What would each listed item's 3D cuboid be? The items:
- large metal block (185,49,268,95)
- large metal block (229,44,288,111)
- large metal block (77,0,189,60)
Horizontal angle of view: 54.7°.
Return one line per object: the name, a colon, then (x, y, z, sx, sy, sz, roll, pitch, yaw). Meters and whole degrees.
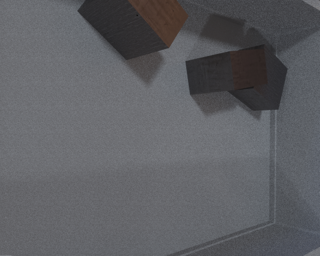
large metal block: (0.097, -0.081, 0.452, 0.081, 0.080, 0.050, -15, 100, -39)
large metal block: (0.169, -0.083, 0.531, 0.080, 0.050, 0.080, 28, 72, -37)
large metal block: (-0.030, -0.128, 0.345, 0.080, 0.080, 0.050, 43, 64, -32)
